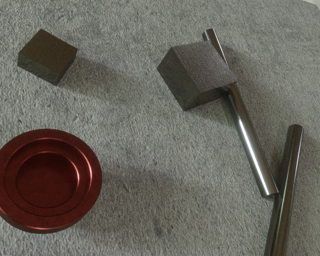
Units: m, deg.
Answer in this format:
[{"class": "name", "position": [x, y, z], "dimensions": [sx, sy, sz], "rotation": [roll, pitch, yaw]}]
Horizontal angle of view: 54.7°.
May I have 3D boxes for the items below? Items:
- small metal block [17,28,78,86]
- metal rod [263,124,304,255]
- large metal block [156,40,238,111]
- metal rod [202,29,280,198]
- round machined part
[{"class": "small metal block", "position": [-0.138, -0.088, 0.384], "dimensions": [0.050, 0.025, 0.050], "rotation": [28, 52, -11]}, {"class": "metal rod", "position": [0.174, 0.104, 0.436], "dimensions": [0.025, 0.025, 0.301], "rotation": [35, 51, -6]}, {"class": "large metal block", "position": [0.056, -0.081, 0.469], "dimensions": [0.081, 0.050, 0.080], "rotation": [-21, 73, -36]}, {"class": "metal rod", "position": [0.121, -0.038, 0.494], "dimensions": [0.025, 0.025, 0.299], "rotation": [0, 62, -29]}, {"class": "round machined part", "position": [-0.110, 0.053, 0.302], "dimensions": [0.099, 0.042, 0.098], "rotation": [14, 56, -21]}]
